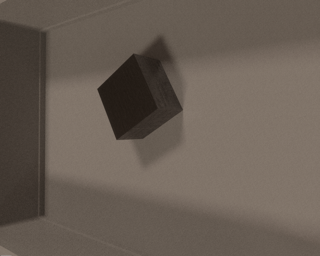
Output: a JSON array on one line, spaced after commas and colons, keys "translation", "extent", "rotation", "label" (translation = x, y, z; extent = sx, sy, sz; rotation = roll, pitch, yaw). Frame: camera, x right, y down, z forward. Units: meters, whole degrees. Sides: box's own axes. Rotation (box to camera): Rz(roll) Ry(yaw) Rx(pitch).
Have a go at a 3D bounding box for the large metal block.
[{"translation": [-0.028, -0.038, 0.412], "extent": [0.080, 0.050, 0.080], "rotation": [-36, 68, 34], "label": "large metal block"}]
